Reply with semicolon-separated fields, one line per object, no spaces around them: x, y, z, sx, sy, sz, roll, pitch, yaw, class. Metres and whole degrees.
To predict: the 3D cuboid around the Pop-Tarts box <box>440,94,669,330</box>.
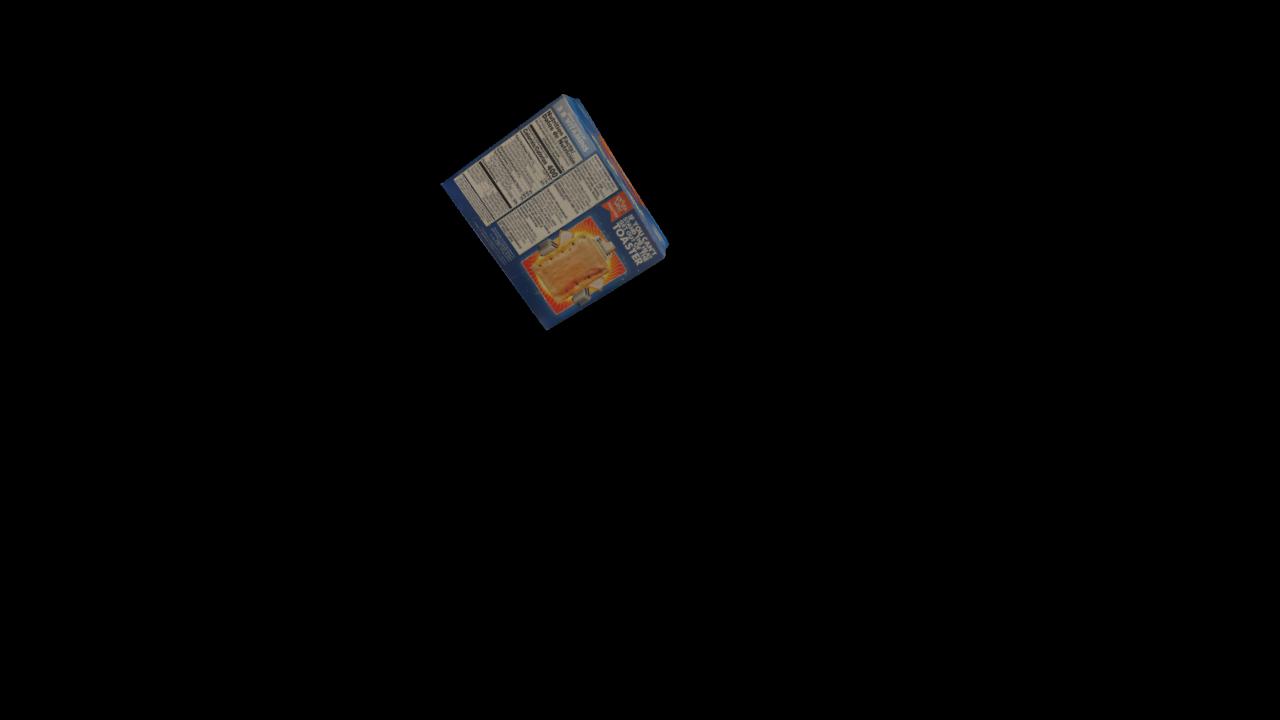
-0.075;-0.140;0.595;0.141;0.167;0.083;-30;17;15;Pop-Tarts box
